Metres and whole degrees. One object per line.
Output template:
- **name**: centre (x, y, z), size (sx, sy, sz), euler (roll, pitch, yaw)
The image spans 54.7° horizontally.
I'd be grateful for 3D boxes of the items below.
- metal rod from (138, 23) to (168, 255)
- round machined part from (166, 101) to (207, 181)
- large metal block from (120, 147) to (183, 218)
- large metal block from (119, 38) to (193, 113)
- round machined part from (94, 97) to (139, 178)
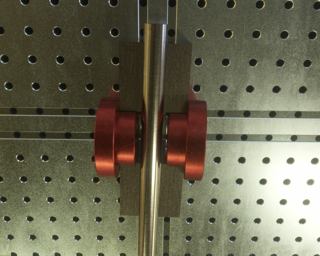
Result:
- **metal rod**: centre (-0.011, 0.032, 0.371), size (0.025, 0.025, 0.298), euler (2, 110, -1)
- **round machined part**: centre (0.031, 0.014, 0.380), size (0.042, 0.098, 0.097), euler (3, 110, 4)
- **large metal block**: centre (-0.012, 0.073, 0.426), size (0.081, 0.050, 0.079), euler (3, 110, -1)
- **large metal block**: centre (-0.006, -0.065, 0.376), size (0.081, 0.050, 0.079), euler (2, 110, -1)
- **round machined part**: centre (-0.049, 0.011, 0.377), size (0.042, 0.098, 0.097), euler (2, 110, -1)
